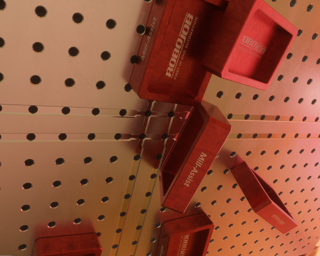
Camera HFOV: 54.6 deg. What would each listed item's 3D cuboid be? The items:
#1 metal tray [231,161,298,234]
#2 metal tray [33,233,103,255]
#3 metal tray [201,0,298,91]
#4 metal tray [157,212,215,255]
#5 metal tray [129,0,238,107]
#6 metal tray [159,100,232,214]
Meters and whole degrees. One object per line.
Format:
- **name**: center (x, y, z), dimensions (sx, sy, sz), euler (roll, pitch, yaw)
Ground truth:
- **metal tray**: center (0.182, 0.122, 0.539), dimensions (0.030, 0.090, 0.130), euler (-39, 131, 15)
- **metal tray**: center (-0.146, 0.219, 0.462), dimensions (0.091, 0.030, 0.129), euler (5, 116, -31)
- **metal tray**: center (0.115, -0.099, 0.382), dimensions (0.131, 0.030, 0.089), euler (3, 117, -49)
- **metal tray**: center (0.042, 0.220, 0.565), dimensions (0.091, 0.030, 0.129), euler (-6, 121, -25)
- **metal tray**: center (0.026, -0.094, 0.363), dimensions (0.091, 0.030, 0.129), euler (6, 116, -31)
- **metal tray**: center (0.040, 0.034, 0.408), dimensions (0.030, 0.090, 0.129), euler (23, 108, -10)
